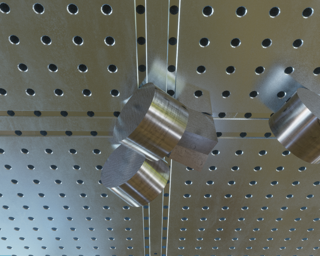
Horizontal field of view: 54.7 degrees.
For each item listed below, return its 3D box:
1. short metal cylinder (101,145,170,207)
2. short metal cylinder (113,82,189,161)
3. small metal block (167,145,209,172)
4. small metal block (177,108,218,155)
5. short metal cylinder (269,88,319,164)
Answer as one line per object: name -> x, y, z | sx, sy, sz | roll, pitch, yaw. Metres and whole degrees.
short metal cylinder -> -0.034, 0.060, 0.427 | 0.080, 0.080, 0.050 | -28, 125, 22
short metal cylinder -> -0.012, -0.007, 0.369 | 0.050, 0.080, 0.080 | 33, 123, -25
small metal block -> 0.030, 0.032, 0.420 | 0.050, 0.050, 0.025 | 26, 91, -21
small metal block -> 0.043, 0.002, 0.397 | 0.050, 0.050, 0.025 | 19, 127, -16
short metal cylinder -> 0.181, -0.003, 0.374 | 0.080, 0.080, 0.050 | 21, 127, -17
